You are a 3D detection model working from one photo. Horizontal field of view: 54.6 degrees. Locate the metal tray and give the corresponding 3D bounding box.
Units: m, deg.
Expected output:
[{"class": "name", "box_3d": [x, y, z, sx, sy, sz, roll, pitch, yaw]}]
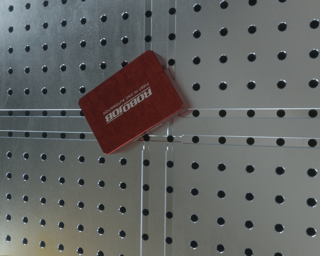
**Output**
[{"class": "metal tray", "box_3d": [-0.038, -0.033, 0.424, 0.130, 0.030, 0.090, -32, 80, 17]}]
